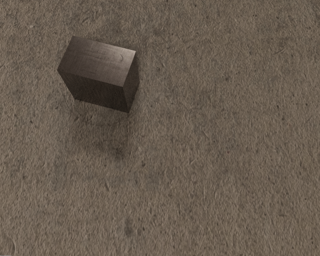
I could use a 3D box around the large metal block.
[{"bbox_3d":[-0.074,-0.066,0.402,0.080,0.080,0.050,15,71,5],"label":"large metal block"}]
